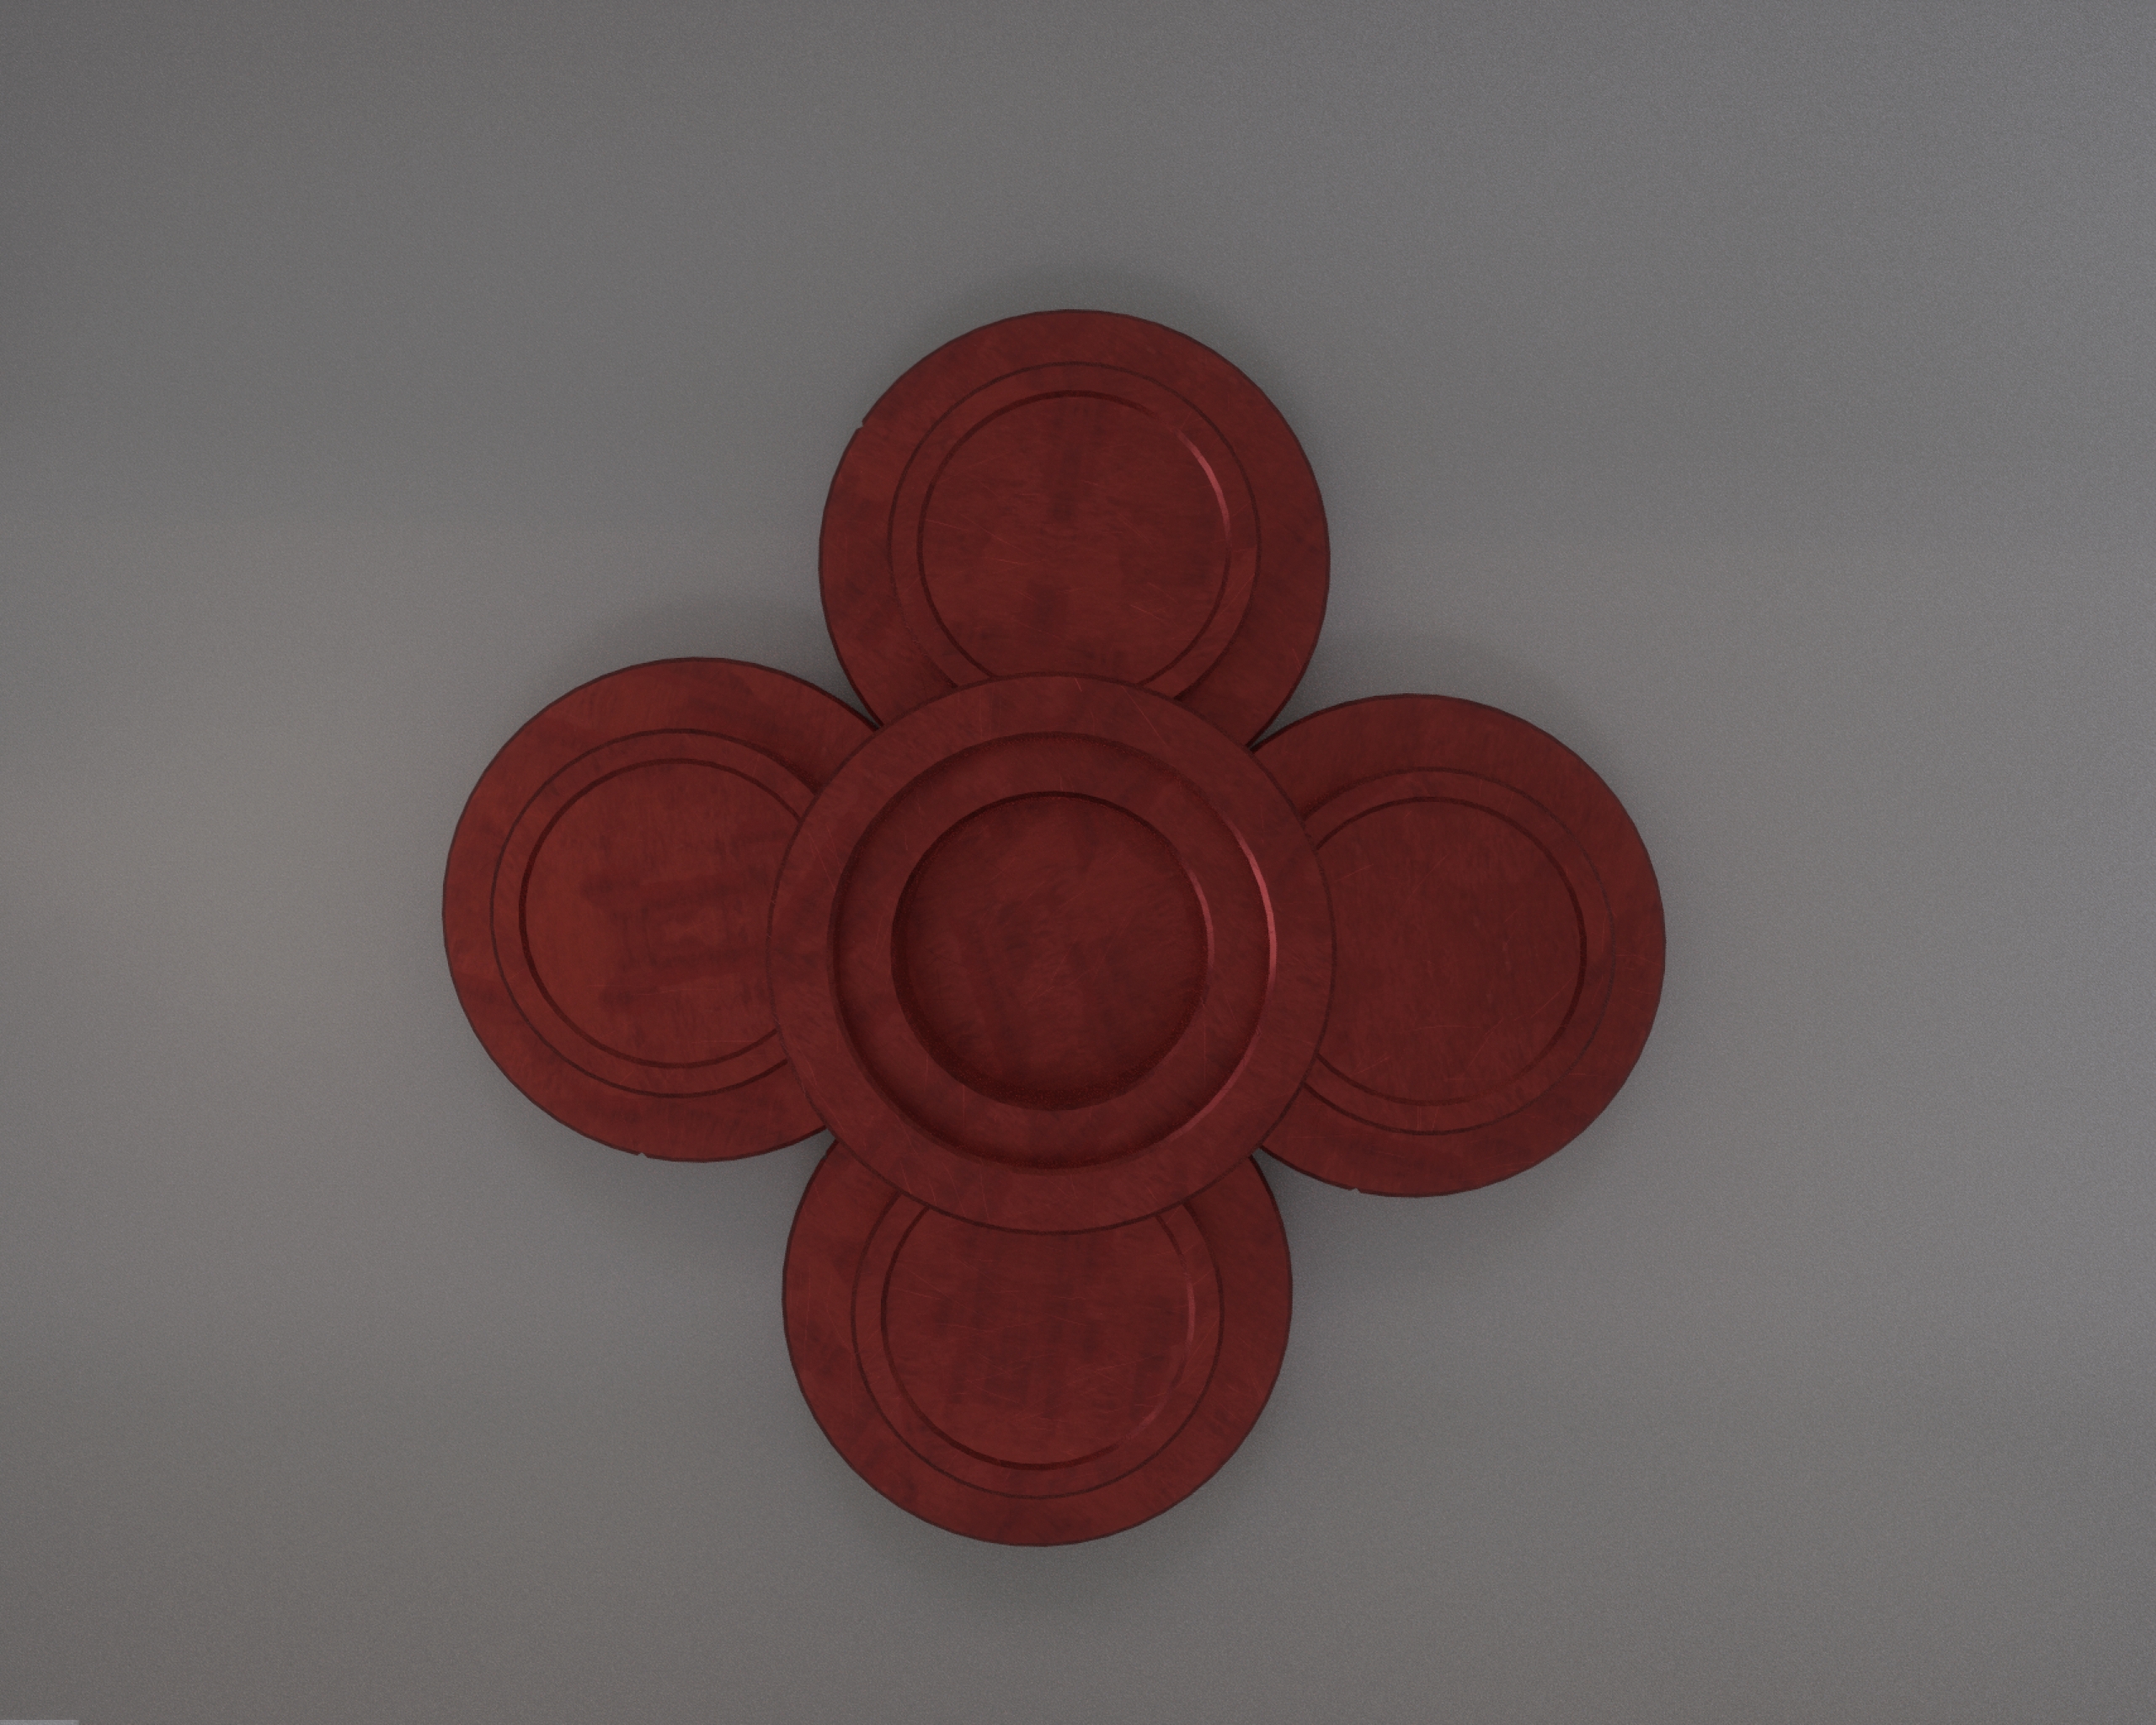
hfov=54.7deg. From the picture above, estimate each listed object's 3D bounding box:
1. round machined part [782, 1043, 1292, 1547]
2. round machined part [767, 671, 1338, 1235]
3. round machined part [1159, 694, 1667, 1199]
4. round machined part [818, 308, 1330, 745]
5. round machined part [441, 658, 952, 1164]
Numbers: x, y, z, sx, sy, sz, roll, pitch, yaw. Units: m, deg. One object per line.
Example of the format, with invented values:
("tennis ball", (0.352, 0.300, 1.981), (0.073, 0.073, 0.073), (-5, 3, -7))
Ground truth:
("round machined part", (-0.008, 0.083, 0.401), (0.099, 0.042, 0.097), (0, 88, -1))
("round machined part", (-0.004, 0.015, 0.380), (0.099, 0.042, 0.097), (0, 90, 0))
("round machined part", (0.064, 0.016, 0.401), (0.099, 0.042, 0.097), (0, 90, 0))
("round machined part", (-0.001, -0.058, 0.400), (0.099, 0.042, 0.097), (0, 90, 0))
("round machined part", (-0.073, 0.009, 0.400), (0.099, 0.042, 0.097), (0, 90, 0))
